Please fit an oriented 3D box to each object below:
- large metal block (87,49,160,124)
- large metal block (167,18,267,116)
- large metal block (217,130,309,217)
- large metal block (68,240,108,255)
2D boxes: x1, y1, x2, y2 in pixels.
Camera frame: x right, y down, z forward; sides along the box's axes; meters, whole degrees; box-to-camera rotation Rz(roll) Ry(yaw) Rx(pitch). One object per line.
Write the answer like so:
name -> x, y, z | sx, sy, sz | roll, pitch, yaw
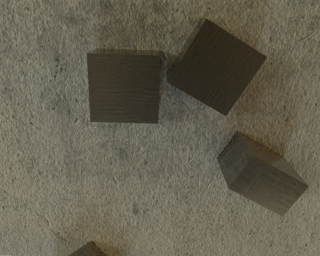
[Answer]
large metal block -> -0.041, -0.052, 0.377 | 0.081, 0.050, 0.079 | 1, 110, -1
large metal block -> 0.064, -0.074, 0.370 | 0.080, 0.050, 0.080 | 29, 107, -10
large metal block -> 0.128, 0.056, 0.402 | 0.080, 0.080, 0.050 | 29, 108, -10
large metal block -> -0.115, 0.238, 0.483 | 0.080, 0.050, 0.080 | -36, 106, 12
